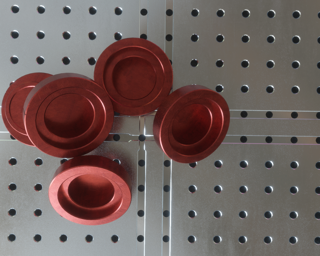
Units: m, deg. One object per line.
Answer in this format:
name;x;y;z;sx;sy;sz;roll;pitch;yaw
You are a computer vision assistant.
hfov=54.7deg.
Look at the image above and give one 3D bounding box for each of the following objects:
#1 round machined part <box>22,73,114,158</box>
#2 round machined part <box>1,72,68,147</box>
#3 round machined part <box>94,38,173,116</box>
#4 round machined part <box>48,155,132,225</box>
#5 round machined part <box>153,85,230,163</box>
round machined part;-0.108;-0.017;0.363;0.099;0.042;0.097;-12;118;-24
round machined part;-0.158;-0.024;0.403;0.099;0.042;0.097;0;90;-1
round machined part;-0.033;-0.064;0.404;0.099;0.042;0.097;0;90;-1
round machined part;-0.085;0.073;0.390;0.099;0.042;0.097;-2;121;-3
round machined part;0.036;-0.008;0.391;0.099;0.042;0.097;-11;117;-23
